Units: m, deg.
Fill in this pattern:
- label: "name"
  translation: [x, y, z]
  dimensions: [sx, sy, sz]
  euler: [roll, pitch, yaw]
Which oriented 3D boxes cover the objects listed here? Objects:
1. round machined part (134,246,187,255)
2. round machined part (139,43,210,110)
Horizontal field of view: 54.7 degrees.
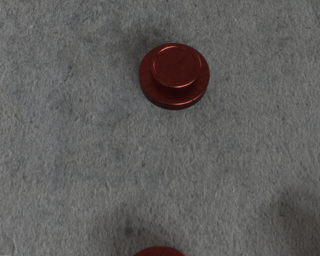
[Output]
- label: "round machined part"
  translation: [0.000, 0.180, 0.333]
  dimensions: [0.099, 0.042, 0.098]
  euler: [0, 70, -1]
- label: "round machined part"
  translation: [0.020, -0.077, 0.428]
  dimensions: [0.099, 0.042, 0.098]
  euler: [0, 70, -1]
